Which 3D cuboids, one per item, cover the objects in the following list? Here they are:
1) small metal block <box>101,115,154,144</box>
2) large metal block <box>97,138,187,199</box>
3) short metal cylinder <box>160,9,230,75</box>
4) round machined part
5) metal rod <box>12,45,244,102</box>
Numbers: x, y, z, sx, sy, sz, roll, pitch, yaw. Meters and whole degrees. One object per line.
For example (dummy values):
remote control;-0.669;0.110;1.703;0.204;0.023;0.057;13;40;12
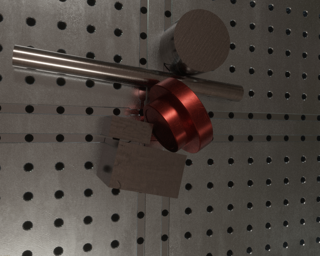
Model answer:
small metal block;-0.042;0.002;0.385;0.050;0.050;0.025;12;86;-20
large metal block;-0.025;0.046;0.375;0.081;0.080;0.050;14;86;-20
short metal cylinder;0.046;-0.112;0.417;0.081;0.050;0.079;0;90;-21
round machined part;0.016;-0.009;0.380;0.042;0.098;0.098;-34;101;-19
metal rod;-0.025;-0.066;0.404;0.302;0.025;0.025;6;88;-20
